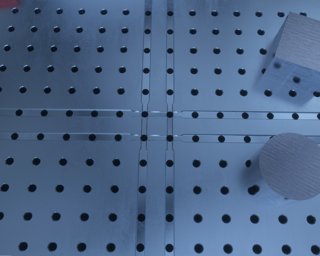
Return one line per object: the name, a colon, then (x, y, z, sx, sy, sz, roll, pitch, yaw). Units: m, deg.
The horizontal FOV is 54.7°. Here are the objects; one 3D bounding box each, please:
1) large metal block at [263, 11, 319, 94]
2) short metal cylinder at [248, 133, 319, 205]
large metal block: (0.203, -0.106, 0.439, 0.080, 0.050, 0.080, 21, 71, 7)
short metal cylinder: (0.155, 0.051, 0.381, 0.081, 0.050, 0.080, 0, 70, 0)
